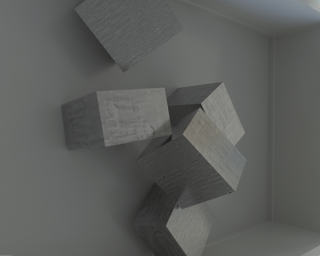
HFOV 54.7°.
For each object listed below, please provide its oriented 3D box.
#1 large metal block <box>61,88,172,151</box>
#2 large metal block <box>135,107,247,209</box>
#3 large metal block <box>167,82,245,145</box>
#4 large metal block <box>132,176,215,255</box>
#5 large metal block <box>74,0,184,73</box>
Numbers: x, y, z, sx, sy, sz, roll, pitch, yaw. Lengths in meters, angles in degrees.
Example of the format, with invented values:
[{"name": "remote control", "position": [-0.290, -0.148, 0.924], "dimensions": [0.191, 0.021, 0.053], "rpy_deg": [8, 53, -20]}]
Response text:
[{"name": "large metal block", "position": [-0.047, -0.009, 0.330], "dimensions": [0.081, 0.080, 0.050], "rpy_deg": [-9, 90, -40]}, {"name": "large metal block", "position": [0.034, 0.037, 0.347], "dimensions": [0.080, 0.080, 0.050], "rpy_deg": [47, 43, -10]}, {"name": "large metal block", "position": [0.055, -0.011, 0.419], "dimensions": [0.050, 0.080, 0.080], "rpy_deg": [-44, 117, -31]}, {"name": "large metal block", "position": [0.021, 0.119, 0.397], "dimensions": [0.080, 0.050, 0.080], "rpy_deg": [59, 39, -24]}, {"name": "large metal block", "position": [-0.034, -0.122, 0.339], "dimensions": [0.080, 0.050, 0.080], "rpy_deg": [-36, 118, 4]}]
